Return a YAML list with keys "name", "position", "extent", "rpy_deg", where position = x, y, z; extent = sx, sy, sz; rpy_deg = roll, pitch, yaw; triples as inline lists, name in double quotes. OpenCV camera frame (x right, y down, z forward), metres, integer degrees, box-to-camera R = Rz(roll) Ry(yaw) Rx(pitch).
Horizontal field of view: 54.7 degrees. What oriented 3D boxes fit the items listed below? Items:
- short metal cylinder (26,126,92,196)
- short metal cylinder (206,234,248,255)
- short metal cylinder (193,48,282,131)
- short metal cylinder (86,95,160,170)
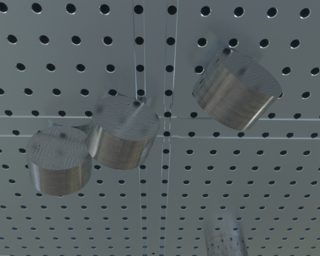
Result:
- name: "short metal cylinder"
  position: [-0.131, 0.042, 0.409]
  extent: [0.081, 0.080, 0.050]
  rpy_deg: [7, 130, -6]
- name: "short metal cylinder"
  position: [0.135, 0.255, 0.615]
  extent: [0.081, 0.050, 0.079]
  rpy_deg: [0, 130, 0]
- name: "short metal cylinder"
  position: [0.084, -0.043, 0.340]
  extent: [0.080, 0.080, 0.050]
  rpy_deg: [20, 127, -17]
- name: "short metal cylinder"
  position: [-0.046, 0.005, 0.379]
  extent: [0.081, 0.080, 0.050]
  rpy_deg: [14, 129, -12]
